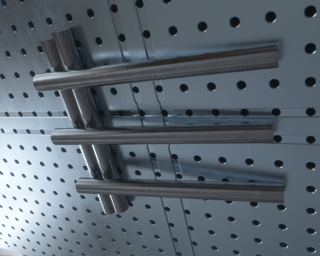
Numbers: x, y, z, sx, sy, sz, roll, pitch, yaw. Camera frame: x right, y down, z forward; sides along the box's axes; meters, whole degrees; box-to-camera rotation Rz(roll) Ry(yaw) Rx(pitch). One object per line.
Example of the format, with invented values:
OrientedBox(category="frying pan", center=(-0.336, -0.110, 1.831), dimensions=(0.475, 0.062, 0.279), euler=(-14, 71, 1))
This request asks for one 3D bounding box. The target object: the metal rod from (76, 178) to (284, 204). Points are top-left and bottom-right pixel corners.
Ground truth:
OrientedBox(category="metal rod", center=(0.013, 0.086, 0.437), dimensions=(0.301, 0.025, 0.025), euler=(-2, 118, 22))

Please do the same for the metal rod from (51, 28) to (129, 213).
OrientedBox(category="metal rod", center=(-0.096, 0.005, 0.462), dimensions=(0.025, 0.025, 0.298), euler=(1, 119, 27))

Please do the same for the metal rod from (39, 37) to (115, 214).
OrientedBox(category="metal rod", center=(-0.117, 0.012, 0.477), dimensions=(0.025, 0.025, 0.298), euler=(1, 119, 27))

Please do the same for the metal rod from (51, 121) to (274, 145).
OrientedBox(category="metal rod", center=(-0.013, 0.009, 0.402), dimensions=(0.301, 0.025, 0.025), euler=(-2, 118, 21))

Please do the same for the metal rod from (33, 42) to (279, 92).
OrientedBox(category="metal rod", center=(-0.022, -0.066, 0.362), dimensions=(0.301, 0.025, 0.025), euler=(-2, 118, 22))
